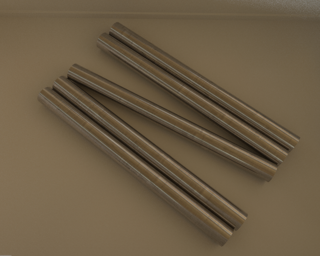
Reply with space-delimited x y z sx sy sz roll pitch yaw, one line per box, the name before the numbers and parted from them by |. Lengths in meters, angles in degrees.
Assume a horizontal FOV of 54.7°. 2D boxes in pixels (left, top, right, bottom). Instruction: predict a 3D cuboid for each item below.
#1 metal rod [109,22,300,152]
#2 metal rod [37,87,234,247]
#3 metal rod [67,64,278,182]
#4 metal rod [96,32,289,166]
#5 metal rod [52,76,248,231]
metal rod | 0.053 -0.062 0.431 0.300 0.025 0.025 35 74 12
metal rod | -0.039 0.041 0.393 0.300 0.025 0.025 36 74 12
metal rod | 0.009 -0.011 0.412 0.301 0.025 0.025 27 72 9
metal rod | 0.036 -0.045 0.425 0.300 0.025 0.025 35 74 12
metal rod | -0.021 0.025 0.399 0.300 0.025 0.025 36 74 12
